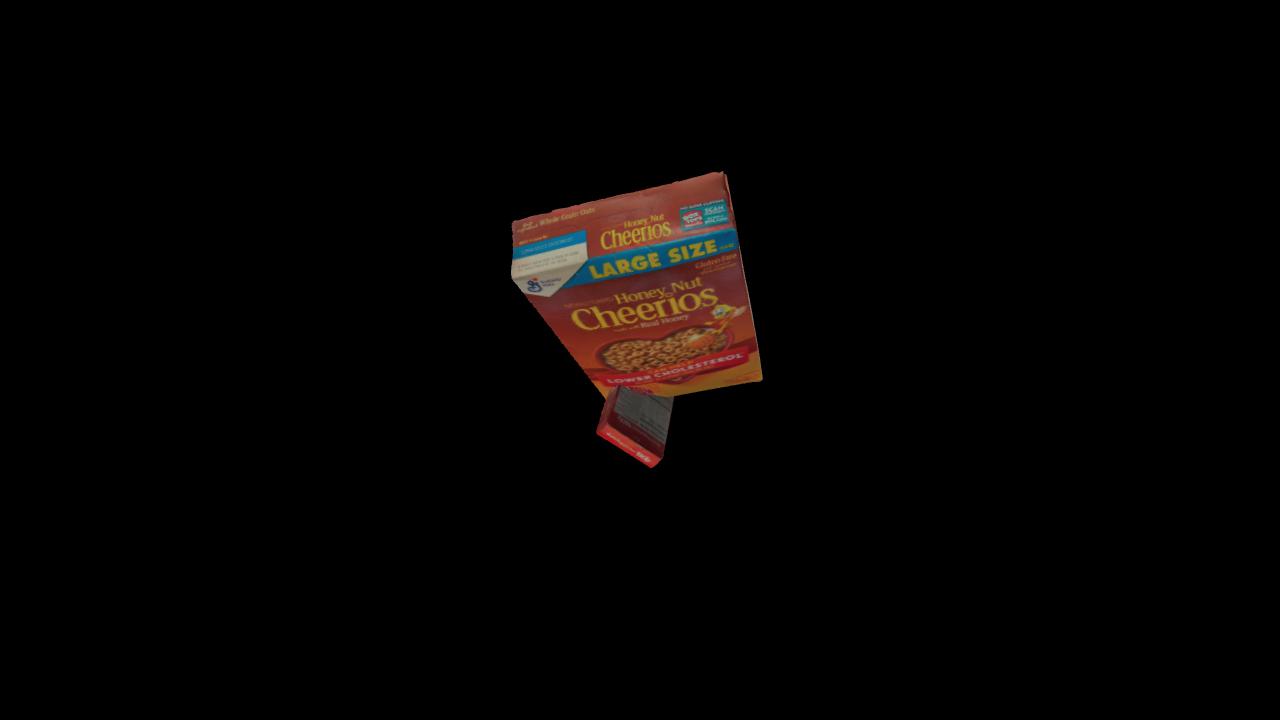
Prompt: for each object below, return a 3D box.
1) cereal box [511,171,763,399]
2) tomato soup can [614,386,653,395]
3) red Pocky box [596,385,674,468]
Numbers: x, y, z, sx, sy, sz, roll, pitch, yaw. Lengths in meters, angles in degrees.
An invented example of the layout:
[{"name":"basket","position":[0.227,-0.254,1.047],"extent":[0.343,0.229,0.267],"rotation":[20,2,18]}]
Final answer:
[{"name":"cereal box","position":[0.016,-0.052,0.662],"extent":[0.203,0.081,0.306],"rotation":[-11,-28,10]},{"name":"tomato soup can","position":[0.013,0.007,0.766],"extent":[0.101,0.068,0.068],"rotation":[-34,0,0]},{"name":"red Pocky box","position":[0.000,0.052,0.755],"extent":[0.083,0.155,0.028],"rotation":[36,-54,-16]}]
